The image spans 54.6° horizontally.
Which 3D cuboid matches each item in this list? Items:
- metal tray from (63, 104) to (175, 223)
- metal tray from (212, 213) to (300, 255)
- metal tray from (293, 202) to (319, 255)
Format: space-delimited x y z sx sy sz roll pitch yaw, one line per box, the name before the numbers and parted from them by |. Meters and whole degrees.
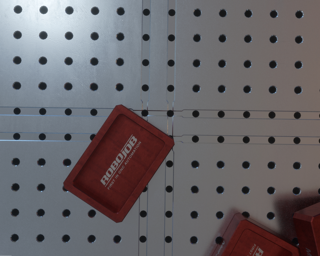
metal tray | -0.052 0.046 0.410 0.090 0.030 0.130 34 90 0
metal tray | 0.114 0.193 0.411 0.090 0.030 0.130 29 90 0
metal tray | 0.227 0.161 0.396 0.091 0.030 0.129 -13 90 -22
